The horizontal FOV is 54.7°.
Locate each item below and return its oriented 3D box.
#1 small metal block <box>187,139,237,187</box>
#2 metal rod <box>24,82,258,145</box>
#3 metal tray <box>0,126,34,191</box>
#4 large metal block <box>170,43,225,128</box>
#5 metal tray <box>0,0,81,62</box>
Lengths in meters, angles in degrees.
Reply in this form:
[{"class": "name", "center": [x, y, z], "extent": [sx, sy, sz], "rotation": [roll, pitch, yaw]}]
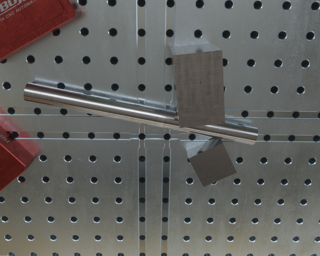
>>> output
[{"class": "small metal block", "center": [0.072, 0.047, 0.432], "extent": [0.050, 0.025, 0.050], "rotation": [-26, 108, 8]}, {"class": "metal rod", "center": [-0.020, -0.018, 0.406], "extent": [0.302, 0.025, 0.025], "rotation": [11, 110, -5]}, {"class": "metal tray", "center": [-0.252, 0.029, 0.418], "extent": [0.090, 0.030, 0.130], "rotation": [-38, 106, 12]}, {"class": "large metal block", "center": [0.042, -0.053, 0.365], "extent": [0.050, 0.080, 0.079], "rotation": [-6, 110, 2]}, {"class": "metal tray", "center": [-0.171, -0.140, 0.356], "extent": [0.130, 0.030, 0.090], "rotation": [-26, 108, 9]}]
